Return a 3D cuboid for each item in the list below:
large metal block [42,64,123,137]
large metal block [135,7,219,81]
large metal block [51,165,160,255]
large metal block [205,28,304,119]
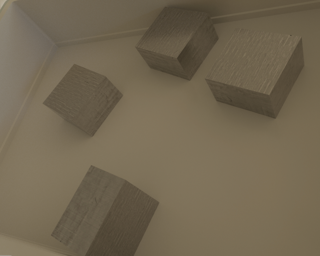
[{"bbox_3d":[-0.119,-0.044,0.480,0.080,0.050,0.080,26,76,37],"label":"large metal block"},{"bbox_3d":[0.025,-0.125,0.453,0.080,0.050,0.080,25,75,36],"label":"large metal block"},{"bbox_3d":[-0.055,0.098,0.339,0.050,0.080,0.080,16,70,34],"label":"large metal block"},{"bbox_3d":[0.114,-0.067,0.371,0.080,0.050,0.080,22,74,36],"label":"large metal block"}]
